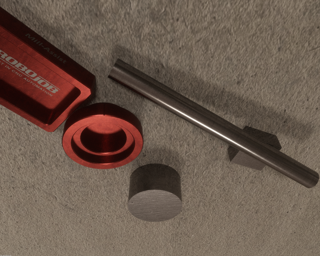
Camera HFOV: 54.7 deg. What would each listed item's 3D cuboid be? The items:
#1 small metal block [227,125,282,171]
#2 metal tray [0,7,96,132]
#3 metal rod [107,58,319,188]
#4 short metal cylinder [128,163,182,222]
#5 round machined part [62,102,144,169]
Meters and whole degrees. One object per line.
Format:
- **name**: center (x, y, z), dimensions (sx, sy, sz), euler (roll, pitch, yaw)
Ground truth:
- **small metal block**: center (0.131, 0.029, 0.434), dimensions (0.050, 0.025, 0.050), euler (17, 128, -15)
- **metal tray**: center (-0.152, -0.060, 0.350), dimensions (0.130, 0.030, 0.090), euler (36, 121, -27)
- **metal rod**: center (0.076, 0.001, 0.384), dimensions (0.301, 0.025, 0.025), euler (28, 125, -14)
- **short metal cylinder**: center (-0.007, 0.100, 0.476), dimensions (0.081, 0.050, 0.079), euler (0, 130, 0)
- **round machined part**: center (-0.072, 0.006, 0.395), dimensions (0.099, 0.042, 0.097), euler (-4, 135, -4)
